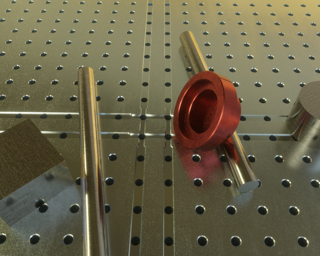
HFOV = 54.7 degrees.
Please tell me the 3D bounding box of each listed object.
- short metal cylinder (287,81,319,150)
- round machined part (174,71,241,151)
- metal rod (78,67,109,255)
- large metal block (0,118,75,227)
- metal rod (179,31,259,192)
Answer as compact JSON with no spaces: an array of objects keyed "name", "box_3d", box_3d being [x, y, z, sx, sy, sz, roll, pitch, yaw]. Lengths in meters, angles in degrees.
[{"name":"short metal cylinder","box_3d":[0.217,-0.017,0.408,0.081,0.050,0.080,0,50,0]},{"name":"round machined part","box_3d":[0.062,-0.018,0.386,0.042,0.097,0.098,14,44,-30]},{"name":"metal rod","box_3d":[-0.086,0.028,0.382,0.025,0.025,0.300,-8,51,-7]},{"name":"large metal block","box_3d":[-0.158,0.047,0.350,0.080,0.050,0.080,-34,58,-26]},{"name":"metal rod","box_3d":[0.074,-0.046,0.447,0.025,0.025,0.300,-8,51,-7]}]
